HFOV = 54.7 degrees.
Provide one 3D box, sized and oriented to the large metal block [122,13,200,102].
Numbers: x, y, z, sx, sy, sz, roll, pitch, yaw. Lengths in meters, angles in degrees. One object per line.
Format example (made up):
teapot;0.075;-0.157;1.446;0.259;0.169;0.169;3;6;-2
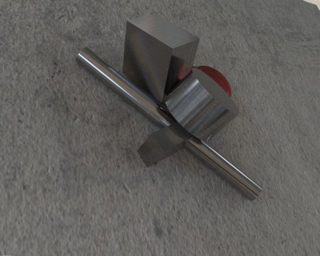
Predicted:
large metal block;-0.002;-0.095;0.415;0.080;0.079;0.050;38;48;26

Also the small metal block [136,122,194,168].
small metal block;0.006;0.020;0.383;0.050;0.050;0.025;-23;74;-37

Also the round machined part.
round machined part;0.067;-0.054;0.465;0.099;0.042;0.098;14;56;-21

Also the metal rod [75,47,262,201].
metal rod;0.014;-0.004;0.417;0.300;0.025;0.025;39;51;-3

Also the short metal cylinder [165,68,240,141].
short metal cylinder;0.053;-0.030;0.390;0.080;0.050;0.080;36;24;-19
